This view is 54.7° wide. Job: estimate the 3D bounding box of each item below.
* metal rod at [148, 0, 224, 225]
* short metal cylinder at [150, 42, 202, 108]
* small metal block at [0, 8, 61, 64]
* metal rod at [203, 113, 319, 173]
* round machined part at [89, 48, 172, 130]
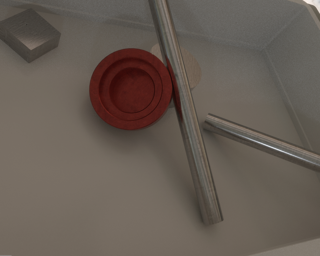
[{"bbox_3d":[0.030,-0.031,0.388,0.025,0.025,0.298,-10,84,-33],"label":"metal rod"},{"bbox_3d":[0.012,-0.075,0.444,0.081,0.050,0.080,14,56,-21],"label":"short metal cylinder"},{"bbox_3d":[-0.163,-0.117,0.389,0.050,0.025,0.050,41,51,-1],"label":"small metal block"},{"bbox_3d":[0.203,0.043,0.415,0.301,0.025,0.025,22,49,14],"label":"metal rod"},{"bbox_3d":[-0.033,-0.045,0.385,0.099,0.042,0.097,0,86,5],"label":"round machined part"}]
